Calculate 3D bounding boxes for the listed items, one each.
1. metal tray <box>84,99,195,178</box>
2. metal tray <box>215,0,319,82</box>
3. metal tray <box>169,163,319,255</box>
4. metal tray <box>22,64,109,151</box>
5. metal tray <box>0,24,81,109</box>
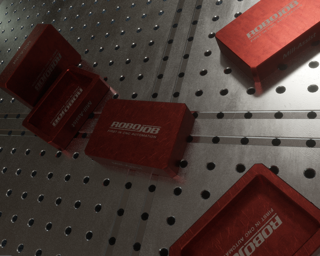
[{"bbox_3d":[-0.029,0.009,0.413,0.130,0.030,0.090,7,65,30],"label":"metal tray"},{"bbox_3d":[0.151,-0.130,0.405,0.130,0.030,0.090,-36,51,4],"label":"metal tray"},{"bbox_3d":[0.084,0.108,0.293,0.130,0.030,0.090,-44,51,-3],"label":"metal tray"},{"bbox_3d":[-0.154,-0.037,0.505,0.090,0.030,0.130,24,75,36],"label":"metal tray"},{"bbox_3d":[-0.202,-0.101,0.531,0.030,0.090,0.130,15,69,34],"label":"metal tray"}]
